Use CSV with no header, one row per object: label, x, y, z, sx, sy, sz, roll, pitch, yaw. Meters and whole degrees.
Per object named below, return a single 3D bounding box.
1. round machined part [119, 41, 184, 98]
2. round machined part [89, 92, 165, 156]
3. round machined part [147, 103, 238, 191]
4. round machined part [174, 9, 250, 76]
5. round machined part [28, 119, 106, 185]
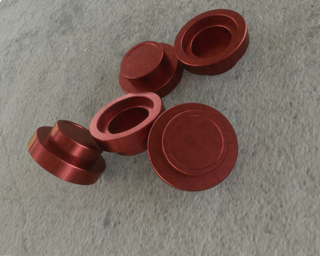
round machined part,-0.018,-0.089,0.456,0.098,0.042,0.098,-13,56,20
round machined part,-0.037,-0.002,0.399,0.098,0.042,0.098,-16,35,12
round machined part,0.036,0.019,0.334,0.099,0.042,0.098,0,77,-2
round machined part,0.072,-0.111,0.422,0.098,0.042,0.098,-13,56,20
round machined part,-0.111,0.025,0.393,0.098,0.098,0.042,42,102,39
